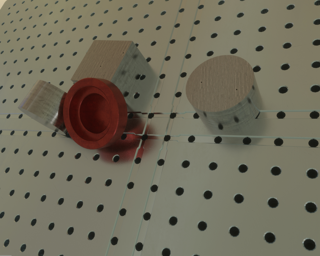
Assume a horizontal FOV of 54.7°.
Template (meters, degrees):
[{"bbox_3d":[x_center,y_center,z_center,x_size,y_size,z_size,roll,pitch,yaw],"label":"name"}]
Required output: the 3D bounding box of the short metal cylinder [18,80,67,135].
[{"bbox_3d":[-0.168,-0.031,0.480,0.080,0.080,0.050,18,71,35],"label":"short metal cylinder"}]

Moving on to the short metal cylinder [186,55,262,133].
[{"bbox_3d":[0.078,-0.041,0.377,0.080,0.050,0.080,-13,56,21],"label":"short metal cylinder"}]

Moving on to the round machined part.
[{"bbox_3d":[-0.086,-0.021,0.437,0.098,0.042,0.097,3,96,29],"label":"round machined part"}]

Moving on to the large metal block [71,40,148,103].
[{"bbox_3d":[-0.079,-0.091,0.490,0.080,0.050,0.080,12,67,33],"label":"large metal block"}]
